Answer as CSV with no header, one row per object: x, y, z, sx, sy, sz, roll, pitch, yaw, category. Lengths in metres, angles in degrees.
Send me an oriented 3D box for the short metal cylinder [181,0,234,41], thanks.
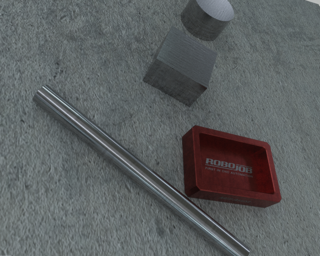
0.085,-0.205,0.558,0.081,0.050,0.080,14,56,-21,short metal cylinder

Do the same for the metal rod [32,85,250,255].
-0.020,0.055,0.359,0.300,0.025,0.025,39,51,-2,metal rod

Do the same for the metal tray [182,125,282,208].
0.096,0.053,0.419,0.131,0.030,0.090,13,56,-21,metal tray

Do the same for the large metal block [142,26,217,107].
0.031,-0.091,0.460,0.080,0.050,0.080,29,52,-10,large metal block
